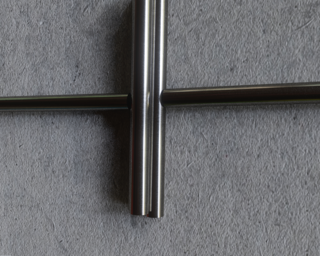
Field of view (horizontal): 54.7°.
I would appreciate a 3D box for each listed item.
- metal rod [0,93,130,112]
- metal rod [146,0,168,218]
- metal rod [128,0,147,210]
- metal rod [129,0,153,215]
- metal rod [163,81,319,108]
[{"bbox_3d":[-0.182,-0.037,0.472,0.301,0.025,0.025,1,90,19],"label":"metal rod"},{"bbox_3d":[-0.004,-0.033,0.412,0.025,0.025,0.298,1,90,19],"label":"metal rod"},{"bbox_3d":[-0.028,-0.039,0.420,0.025,0.025,0.298,1,90,19],"label":"metal rod"},{"bbox_3d":[-0.024,-0.041,0.396,0.025,0.025,0.298,1,90,19],"label":"metal rod"},{"bbox_3d":[0.150,-0.040,0.357,0.301,0.025,0.025,0,90,19],"label":"metal rod"}]
